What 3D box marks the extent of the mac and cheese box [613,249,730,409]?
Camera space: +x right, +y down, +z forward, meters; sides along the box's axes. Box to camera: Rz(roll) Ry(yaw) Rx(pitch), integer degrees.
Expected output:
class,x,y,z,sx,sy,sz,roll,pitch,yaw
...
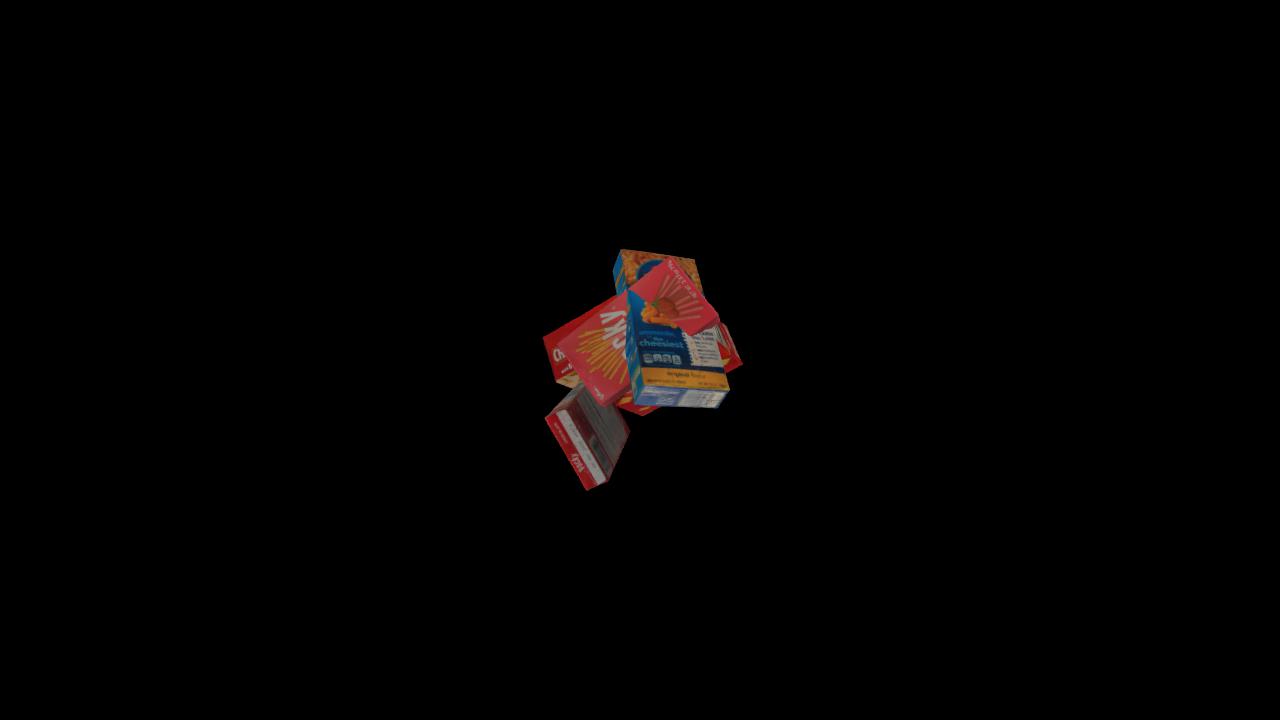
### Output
class,x,y,z,sx,sy,sz,roll,pitch,yaw
mac and cheese box,0.028,-0.036,0.647,0.093,0.184,0.041,3,-38,-18

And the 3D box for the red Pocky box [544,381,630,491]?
class,x,y,z,sx,sy,sz,roll,pitch,yaw
red Pocky box,-0.049,0.069,0.641,0.028,0.083,0.155,-28,6,12

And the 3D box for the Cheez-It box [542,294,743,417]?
class,x,y,z,sx,sy,sz,roll,pitch,yaw
Cheez-It box,0.013,-0.009,0.764,0.166,0.071,0.223,-28,-26,19

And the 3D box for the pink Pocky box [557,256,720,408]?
class,x,y,z,sx,sy,sz,roll,pitch,yaw
pink Pocky box,-0.002,-0.029,0.643,0.155,0.084,0.029,-37,-13,4
